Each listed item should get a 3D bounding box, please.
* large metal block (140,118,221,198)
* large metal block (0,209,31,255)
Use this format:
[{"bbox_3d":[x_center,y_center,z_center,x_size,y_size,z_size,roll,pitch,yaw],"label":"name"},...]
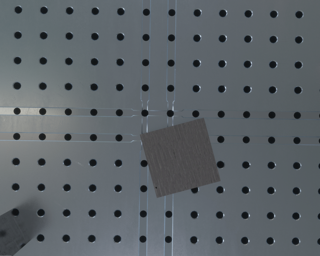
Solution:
[{"bbox_3d":[0.025,0.036,0.401,0.080,0.050,0.080,-15,90,0],"label":"large metal block"},{"bbox_3d":[-0.225,0.152,0.385,0.080,0.080,0.050,-29,90,0],"label":"large metal block"}]
